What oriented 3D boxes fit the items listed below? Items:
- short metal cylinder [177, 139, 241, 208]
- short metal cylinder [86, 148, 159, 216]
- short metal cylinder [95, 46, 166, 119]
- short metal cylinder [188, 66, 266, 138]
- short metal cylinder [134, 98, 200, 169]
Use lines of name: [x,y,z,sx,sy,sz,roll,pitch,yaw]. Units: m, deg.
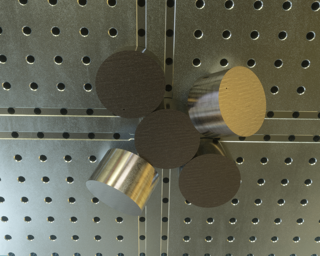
short metal cylinder: [0.064,0.061,0.423,0.081,0.050,0.079,0,110,-1]
short metal cylinder: [-0.048,0.071,0.404,0.080,0.050,0.080,21,147,15]
short metal cylinder: [-0.034,-0.057,0.378,0.081,0.050,0.079,0,110,-1]
short metal cylinder: [0.080,-0.029,0.369,0.081,0.050,0.080,3,85,-35]
short metal cylinder: [0.009,0.006,0.402,0.081,0.050,0.079,0,110,-1]
